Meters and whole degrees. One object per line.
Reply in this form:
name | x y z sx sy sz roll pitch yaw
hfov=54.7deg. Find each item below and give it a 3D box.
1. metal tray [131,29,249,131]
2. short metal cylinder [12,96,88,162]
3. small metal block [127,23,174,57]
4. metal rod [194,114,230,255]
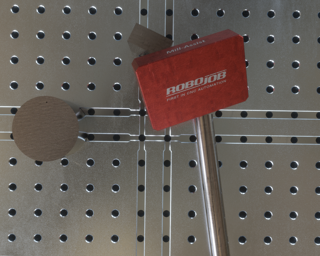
metal tray | 0.040 -0.059 0.384 0.131 0.030 0.090 -19 123 -5
short metal cylinder | -0.139 0.001 0.399 0.081 0.050 0.079 0 90 -1
small metal block | -0.012 -0.106 0.401 0.050 0.050 0.025 26 90 -1
metal rod | 0.076 0.131 0.414 0.025 0.025 0.298 -7 90 0
